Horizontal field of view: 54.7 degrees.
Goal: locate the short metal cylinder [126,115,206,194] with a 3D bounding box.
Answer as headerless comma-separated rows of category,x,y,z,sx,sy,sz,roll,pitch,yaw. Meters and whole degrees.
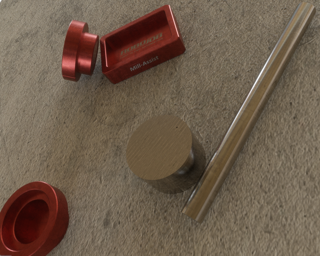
short metal cylinder,0.008,0.031,0.363,0.080,0.050,0.080,-13,56,20

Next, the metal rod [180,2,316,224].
metal rod,0.110,-0.028,0.362,0.025,0.025,0.300,22,73,36

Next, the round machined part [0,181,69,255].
round machined part,-0.158,0.122,0.399,0.098,0.042,0.098,-13,56,20

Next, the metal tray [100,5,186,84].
metal tray,-0.031,-0.134,0.497,0.130,0.030,0.090,-22,54,14

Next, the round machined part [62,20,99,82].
round machined part,-0.128,-0.124,0.510,0.042,0.098,0.098,11,61,-8
